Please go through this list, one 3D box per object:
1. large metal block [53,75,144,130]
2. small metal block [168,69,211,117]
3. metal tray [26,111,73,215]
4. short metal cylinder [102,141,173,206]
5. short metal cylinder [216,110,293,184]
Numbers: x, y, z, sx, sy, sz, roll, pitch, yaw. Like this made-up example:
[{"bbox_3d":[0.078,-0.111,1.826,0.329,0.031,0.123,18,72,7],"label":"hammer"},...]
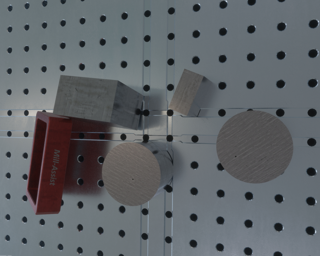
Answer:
[{"bbox_3d":[-0.078,-0.031,0.408,0.080,0.080,0.050,8,85,19],"label":"large metal block"},{"bbox_3d":[0.039,-0.042,0.386,0.025,0.050,0.050,25,98,18],"label":"small metal block"},{"bbox_3d":[-0.160,0.045,0.439,0.090,0.030,0.129,14,96,58],"label":"metal tray"},{"bbox_3d":[-0.028,0.057,0.409,0.080,0.050,0.079,0,90,20],"label":"short metal cylinder"},{"bbox_3d":[0.110,0.020,0.360,0.080,0.050,0.079,0,90,20],"label":"short metal cylinder"}]
